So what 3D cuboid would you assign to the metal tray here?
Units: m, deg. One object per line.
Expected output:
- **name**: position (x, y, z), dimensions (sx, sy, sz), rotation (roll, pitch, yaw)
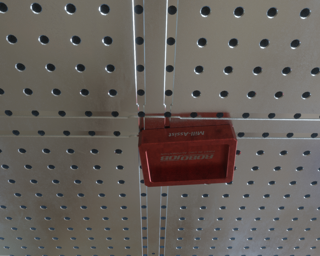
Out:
- **metal tray**: position (0.039, 0.042, 0.444), dimensions (0.131, 0.030, 0.089), rotation (-4, 130, 2)
